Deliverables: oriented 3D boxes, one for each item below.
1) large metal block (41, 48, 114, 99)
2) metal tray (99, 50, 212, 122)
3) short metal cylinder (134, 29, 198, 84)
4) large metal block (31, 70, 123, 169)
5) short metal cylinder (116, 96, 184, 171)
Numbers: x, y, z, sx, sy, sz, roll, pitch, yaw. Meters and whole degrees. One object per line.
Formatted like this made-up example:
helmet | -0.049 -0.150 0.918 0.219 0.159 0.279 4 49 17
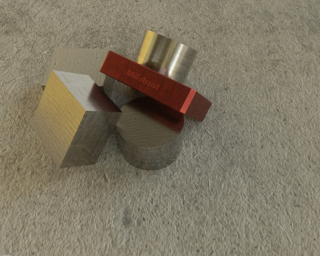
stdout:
large metal block | -0.112 -0.069 0.443 0.080 0.050 0.080 1 50 0
metal tray | -0.004 -0.054 0.409 0.130 0.090 0.030 29 96 22
short metal cylinder | 0.008 -0.103 0.450 0.080 0.050 0.080 22 14 -5
large metal block | -0.102 -0.011 0.368 0.050 0.080 0.080 0 38 -50
short metal cylinder | -0.012 0.006 0.384 0.081 0.050 0.080 0 50 0
